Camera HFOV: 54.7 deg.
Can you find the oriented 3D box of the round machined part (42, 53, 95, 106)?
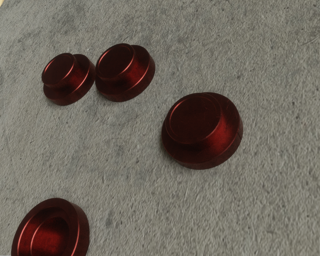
[{"bbox_3d":[-0.163,-0.090,0.534,0.098,0.042,0.098,-13,56,21],"label":"round machined part"}]

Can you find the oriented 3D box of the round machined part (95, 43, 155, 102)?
[{"bbox_3d":[-0.060,-0.092,0.482,0.098,0.042,0.098,-13,56,21],"label":"round machined part"}]

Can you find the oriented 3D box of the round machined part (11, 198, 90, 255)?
[{"bbox_3d":[-0.126,0.138,0.374,0.098,0.042,0.098,-13,56,21],"label":"round machined part"}]

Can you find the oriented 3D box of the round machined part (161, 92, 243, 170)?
[{"bbox_3d":[0.046,-0.003,0.371,0.098,0.042,0.098,-13,56,21],"label":"round machined part"}]
